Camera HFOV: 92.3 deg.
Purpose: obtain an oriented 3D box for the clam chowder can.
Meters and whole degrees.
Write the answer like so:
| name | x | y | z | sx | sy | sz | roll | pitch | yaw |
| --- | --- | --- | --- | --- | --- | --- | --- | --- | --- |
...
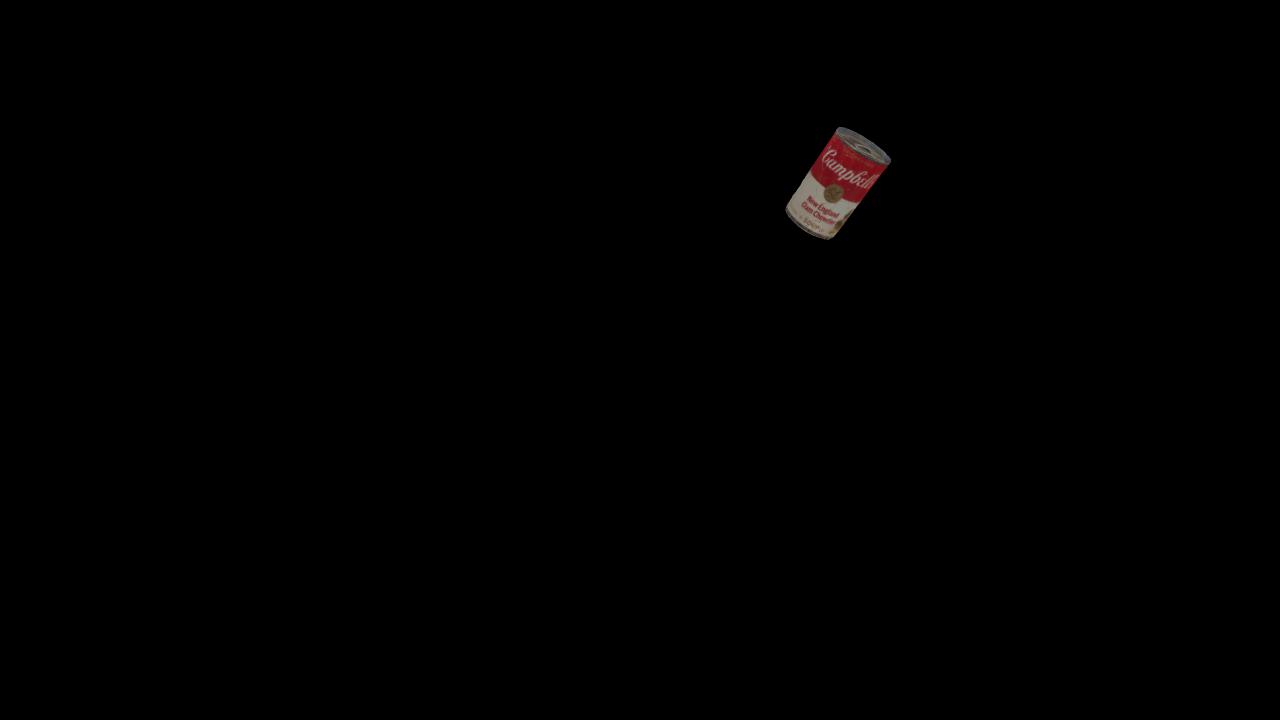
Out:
| name | x | y | z | sx | sy | sz | roll | pitch | yaw |
| --- | --- | --- | --- | --- | --- | --- | --- | --- | --- |
| clam chowder can | 0.217 | -0.194 | 0.682 | 0.068 | 0.068 | 0.102 | 0 | -42 | -33 |
